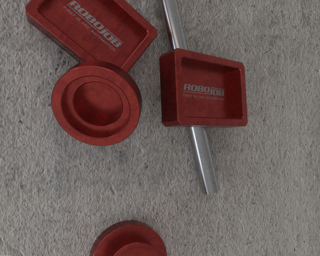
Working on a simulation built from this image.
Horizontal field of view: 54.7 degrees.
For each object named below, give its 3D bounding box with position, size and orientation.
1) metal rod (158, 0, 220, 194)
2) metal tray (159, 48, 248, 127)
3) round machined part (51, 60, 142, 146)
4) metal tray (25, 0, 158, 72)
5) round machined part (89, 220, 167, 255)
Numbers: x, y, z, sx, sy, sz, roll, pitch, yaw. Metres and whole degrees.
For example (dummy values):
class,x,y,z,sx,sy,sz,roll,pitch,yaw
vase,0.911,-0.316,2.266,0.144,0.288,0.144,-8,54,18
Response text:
class,x,y,z,sx,sy,sz,roll,pitch,yaw
metal rod,0.037,-0.056,0.422,0.025,0.025,0.298,-15,95,-20
metal tray,0.061,-0.047,0.403,0.131,0.030,0.089,1,85,-39
round machined part,-0.069,-0.031,0.358,0.099,0.042,0.097,2,119,3
metal tray,-0.080,-0.125,0.376,0.130,0.030,0.090,39,77,-16
round machined part,-0.037,0.170,0.387,0.099,0.042,0.097,0,90,-20
